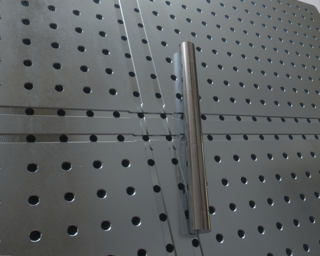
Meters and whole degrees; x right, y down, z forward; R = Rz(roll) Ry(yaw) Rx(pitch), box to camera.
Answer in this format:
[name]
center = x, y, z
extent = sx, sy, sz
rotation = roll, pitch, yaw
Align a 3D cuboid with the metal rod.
[metal rod]
center = 0.046, -0.007, 0.439
extent = 0.025, 0.025, 0.299
rotation = 13, 56, -21
